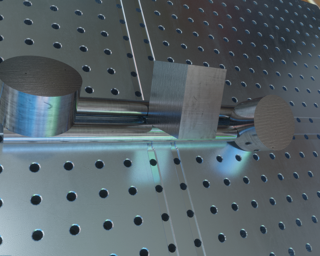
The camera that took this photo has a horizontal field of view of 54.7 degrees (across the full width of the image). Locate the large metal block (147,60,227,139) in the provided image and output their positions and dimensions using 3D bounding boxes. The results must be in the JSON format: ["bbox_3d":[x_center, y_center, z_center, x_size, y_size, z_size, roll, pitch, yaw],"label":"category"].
[{"bbox_3d":[0.029,-0.036,0.372,0.050,0.080,0.079,1,103,-28],"label":"large metal block"}]

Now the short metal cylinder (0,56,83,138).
[{"bbox_3d":[-0.127,-0.035,0.326,0.081,0.050,0.080,15,34,-10],"label":"short metal cylinder"}]

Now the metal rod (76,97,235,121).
[{"bbox_3d":[0.031,-0.024,0.438,0.303,0.025,0.025,1,62,-28],"label":"metal rod"}]

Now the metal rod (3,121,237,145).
[{"bbox_3d":[-0.027,0.006,0.389,0.303,0.025,0.025,1,62,-28],"label":"metal rod"}]

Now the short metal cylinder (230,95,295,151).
[{"bbox_3d":[0.151,-0.005,0.460,0.081,0.050,0.080,4,82,-27],"label":"short metal cylinder"}]
